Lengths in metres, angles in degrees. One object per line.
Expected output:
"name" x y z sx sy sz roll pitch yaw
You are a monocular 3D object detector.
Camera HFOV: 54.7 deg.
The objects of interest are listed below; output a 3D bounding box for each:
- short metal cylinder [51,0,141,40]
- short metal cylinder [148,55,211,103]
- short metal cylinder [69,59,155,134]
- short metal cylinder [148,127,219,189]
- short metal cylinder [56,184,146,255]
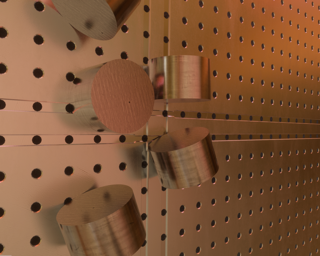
"short metal cylinder" -0.066 -0.138 0.319 0.080 0.080 0.050 45 63 -31
"short metal cylinder" 0.025 -0.060 0.396 0.081 0.080 0.050 -1 91 -40
"short metal cylinder" -0.053 -0.034 0.350 0.081 0.050 0.079 0 90 -40
"short metal cylinder" 0.031 0.037 0.401 0.081 0.080 0.050 -28 108 -37
"short metal cylinder" -0.060 0.101 0.325 0.081 0.080 0.050 -26 107 -37
